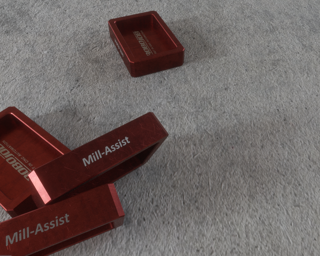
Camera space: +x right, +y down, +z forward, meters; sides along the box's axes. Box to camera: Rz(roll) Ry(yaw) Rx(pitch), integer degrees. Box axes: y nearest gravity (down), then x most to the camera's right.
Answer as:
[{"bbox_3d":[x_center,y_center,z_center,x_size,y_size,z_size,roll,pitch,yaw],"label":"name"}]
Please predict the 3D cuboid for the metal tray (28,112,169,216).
[{"bbox_3d":[-0.061,0.039,0.315,0.131,0.090,0.030,-28,77,-30],"label":"metal tray"}]

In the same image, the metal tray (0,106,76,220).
[{"bbox_3d":[-0.172,0.036,0.367,0.130,0.030,0.090,32,57,24],"label":"metal tray"}]

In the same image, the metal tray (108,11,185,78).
[{"bbox_3d":[-0.026,-0.145,0.521,0.091,0.030,0.130,-17,52,-14],"label":"metal tray"}]

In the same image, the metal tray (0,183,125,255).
[{"bbox_3d":[-0.099,0.094,0.277,0.131,0.090,0.030,-18,72,-15],"label":"metal tray"}]
